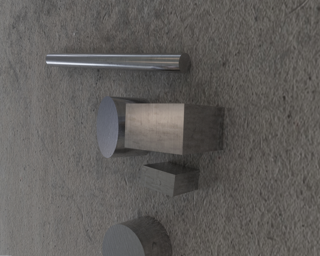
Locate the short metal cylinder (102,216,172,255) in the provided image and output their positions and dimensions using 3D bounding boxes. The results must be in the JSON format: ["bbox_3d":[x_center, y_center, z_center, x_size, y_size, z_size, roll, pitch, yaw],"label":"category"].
[{"bbox_3d":[-0.031,0.163,0.415,0.080,0.050,0.079,0,90,40],"label":"short metal cylinder"}]

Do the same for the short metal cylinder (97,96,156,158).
[{"bbox_3d":[-0.047,-0.001,0.412,0.080,0.050,0.079,0,90,60],"label":"short metal cylinder"}]

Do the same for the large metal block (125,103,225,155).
[{"bbox_3d":[0.017,-0.001,0.355,0.080,0.081,0.050,4,92,40],"label":"large metal block"}]

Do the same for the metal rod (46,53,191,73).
[{"bbox_3d":[-0.084,-0.102,0.474,0.300,0.025,0.025,11,97,39],"label":"metal rod"}]

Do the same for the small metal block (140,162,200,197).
[{"bbox_3d":[0.013,0.061,0.378,0.050,0.050,0.025,11,97,39],"label":"small metal block"}]
